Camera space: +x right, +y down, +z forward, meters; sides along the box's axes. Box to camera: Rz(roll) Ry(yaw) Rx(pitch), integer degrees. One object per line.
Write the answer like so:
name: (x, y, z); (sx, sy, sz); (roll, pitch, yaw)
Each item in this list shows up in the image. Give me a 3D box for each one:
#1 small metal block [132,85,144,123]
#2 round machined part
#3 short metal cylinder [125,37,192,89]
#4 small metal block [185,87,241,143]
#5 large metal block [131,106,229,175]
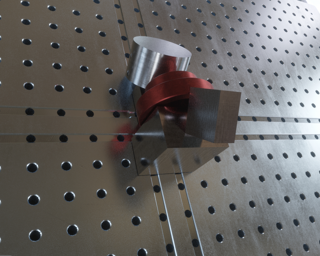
small metal block: (-0.006, -0.034, 0.426); (0.050, 0.025, 0.050); (1, 61, -28)
round machined part: (0.019, -0.034, 0.380); (0.099, 0.097, 0.042); (1, 62, -28)
short metal cylinder: (-0.003, -0.088, 0.424); (0.081, 0.050, 0.080); (14, 27, -7)
small metal block: (0.052, -0.014, 0.314); (0.025, 0.050, 0.050); (2, 99, -29)
large metal block: (0.021, 0.017, 0.374); (0.081, 0.080, 0.050); (1, 62, -28)
